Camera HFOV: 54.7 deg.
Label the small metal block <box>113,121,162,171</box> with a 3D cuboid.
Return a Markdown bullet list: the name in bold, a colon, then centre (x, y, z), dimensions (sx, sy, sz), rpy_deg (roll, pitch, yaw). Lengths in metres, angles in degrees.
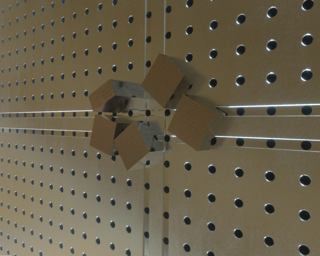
- **small metal block**: centre (-0.032, 0.025, 0.434), dimensions (0.050, 0.025, 0.050), rpy_deg (-42, 65, 31)

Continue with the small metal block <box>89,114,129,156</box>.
- **small metal block**: centre (-0.078, 0.010, 0.471), dimensions (0.050, 0.025, 0.050), rpy_deg (20, 103, 37)

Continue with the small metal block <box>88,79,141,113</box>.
- **small metal block**: centre (-0.065, -0.044, 0.444), dimensions (0.050, 0.050, 0.025), rpy_deg (-30, 72, 36)

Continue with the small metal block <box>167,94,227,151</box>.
- **small metal block**: centre (0.043, -0.007, 0.372), dimensions (0.050, 0.025, 0.050), rpy_deg (35, 112, 34)

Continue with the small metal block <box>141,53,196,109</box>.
- **small metal block**: centre (0.010, -0.060, 0.399), dimensions (0.050, 0.025, 0.050), rpy_deg (47, 118, 29)
